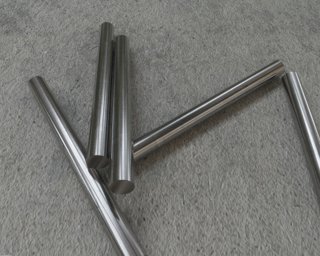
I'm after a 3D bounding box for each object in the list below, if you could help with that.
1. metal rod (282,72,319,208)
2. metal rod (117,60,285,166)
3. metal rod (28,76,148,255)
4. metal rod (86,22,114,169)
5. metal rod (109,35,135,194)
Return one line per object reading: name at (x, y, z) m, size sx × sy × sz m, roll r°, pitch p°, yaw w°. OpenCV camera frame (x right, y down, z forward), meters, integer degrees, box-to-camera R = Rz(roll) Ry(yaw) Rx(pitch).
metal rod at (0.189, 0.039, 0.370) m, size 0.025 × 0.025 × 0.300 m, roll 2°, pitch 50°, yaw 2°
metal rod at (0.063, -0.025, 0.424) m, size 0.302 × 0.025 × 0.025 m, roll -30°, pitch 56°, yaw -23°
metal rod at (-0.102, 0.031, 0.375) m, size 0.025 × 0.025 × 0.300 m, roll -26°, pitch 55°, yaw -20°
metal rod at (-0.081, -0.070, 0.447) m, size 0.025 × 0.025 × 0.300 m, roll -4°, pitch 46°, yaw -3°
metal rod at (-0.051, -0.044, 0.418) m, size 0.025 × 0.025 × 0.300 m, roll -4°, pitch 44°, yaw -3°
